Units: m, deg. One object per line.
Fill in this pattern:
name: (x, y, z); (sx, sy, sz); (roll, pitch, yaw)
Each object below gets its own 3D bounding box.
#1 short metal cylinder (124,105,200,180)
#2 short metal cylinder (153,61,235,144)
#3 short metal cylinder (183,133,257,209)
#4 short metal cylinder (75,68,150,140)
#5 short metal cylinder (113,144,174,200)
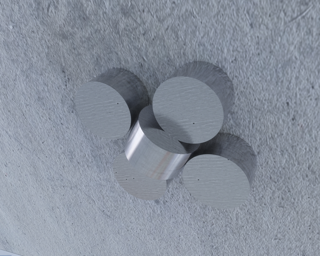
short metal cylinder: (0.003, 0.016, 0.380); (0.080, 0.080, 0.050); (34, 129, 5)
short metal cylinder: (0.039, -0.029, 0.350); (0.080, 0.050, 0.079); (13, 124, 20)
short metal cylinder: (0.075, 0.052, 0.383); (0.080, 0.050, 0.079); (13, 124, 20)
short metal cylinder: (-0.061, -0.032, 0.402); (0.080, 0.050, 0.079); (13, 124, 20)
short metal cylinder: (-0.018, 0.053, 0.432); (0.080, 0.050, 0.079); (13, 124, 20)
